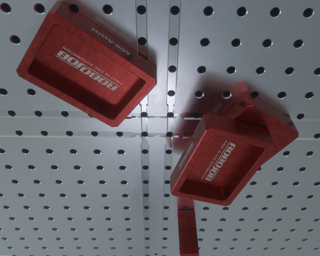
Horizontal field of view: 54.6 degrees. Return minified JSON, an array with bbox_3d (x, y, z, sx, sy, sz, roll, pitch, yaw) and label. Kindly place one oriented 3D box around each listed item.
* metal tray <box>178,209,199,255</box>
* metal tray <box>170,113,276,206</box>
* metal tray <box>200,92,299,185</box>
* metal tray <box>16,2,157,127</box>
[{"bbox_3d":[0.051,0.219,0.555,0.030,0.090,0.129,-3,130,3],"label":"metal tray"},{"bbox_3d":[0.076,0.047,0.408,0.091,0.030,0.129,14,129,-12],"label":"metal tray"},{"bbox_3d":[0.108,0.021,0.427,0.090,0.030,0.129,27,125,-22],"label":"metal tray"},{"bbox_3d":[-0.080,-0.065,0.352,0.130,0.030,0.090,31,124,-24],"label":"metal tray"}]
